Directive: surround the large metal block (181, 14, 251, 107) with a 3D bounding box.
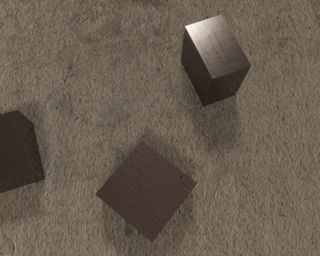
[{"bbox_3d":[0.069,-0.086,0.411,0.050,0.080,0.080,-21,72,-8],"label":"large metal block"}]

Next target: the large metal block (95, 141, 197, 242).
[{"bbox_3d":[-0.015,0.076,0.367,0.080,0.050,0.080,37,74,12],"label":"large metal block"}]

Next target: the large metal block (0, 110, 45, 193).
[{"bbox_3d":[-0.198,0.033,0.380,0.081,0.050,0.080,-17,71,-7],"label":"large metal block"}]
